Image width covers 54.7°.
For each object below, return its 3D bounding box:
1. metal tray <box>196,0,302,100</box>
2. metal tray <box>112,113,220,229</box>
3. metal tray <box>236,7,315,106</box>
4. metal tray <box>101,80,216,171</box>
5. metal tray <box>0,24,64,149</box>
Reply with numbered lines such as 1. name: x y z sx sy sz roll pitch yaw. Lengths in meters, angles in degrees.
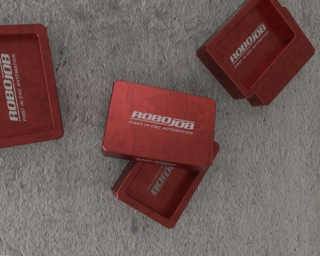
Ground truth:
1. metal tray: 0.123 -0.113 0.418 0.090 0.030 0.130 46 76 -14
2. metal tray: 0.010 0.053 0.409 0.090 0.030 0.130 36 78 -17
3. metal tray: 0.165 -0.106 0.467 0.130 0.030 0.090 -45 104 -14
4. metal tray: 0.000 -0.002 0.382 0.131 0.030 0.090 10 70 -10
5. metal tray: -0.164 -0.045 0.345 0.091 0.030 0.129 -10 93 -20
